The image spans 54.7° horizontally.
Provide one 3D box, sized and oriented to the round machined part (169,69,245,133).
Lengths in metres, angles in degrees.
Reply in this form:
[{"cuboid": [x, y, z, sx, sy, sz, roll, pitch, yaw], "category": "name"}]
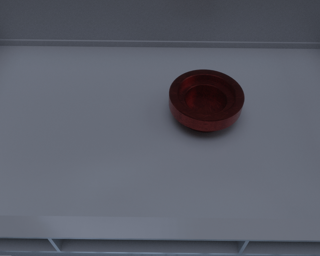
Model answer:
[{"cuboid": [0.061, -0.032, 0.422, 0.099, 0.042, 0.098, 0, 50, 0], "category": "round machined part"}]
